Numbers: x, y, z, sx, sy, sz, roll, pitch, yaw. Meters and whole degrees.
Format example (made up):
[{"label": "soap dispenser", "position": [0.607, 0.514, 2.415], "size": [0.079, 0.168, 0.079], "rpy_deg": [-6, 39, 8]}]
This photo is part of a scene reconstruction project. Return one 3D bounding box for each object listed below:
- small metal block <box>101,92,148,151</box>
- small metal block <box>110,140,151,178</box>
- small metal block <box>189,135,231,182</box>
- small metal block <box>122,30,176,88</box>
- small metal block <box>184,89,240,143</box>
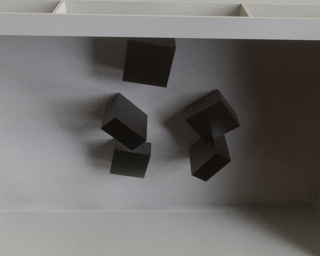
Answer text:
[{"label": "small metal block", "position": [-0.043, -0.008, 0.385], "size": [0.025, 0.050, 0.050], "rpy_deg": [-36, 122, 26]}, {"label": "small metal block", "position": [-0.043, 0.044, 0.446], "size": [0.050, 0.025, 0.050], "rpy_deg": [10, 130, -9]}, {"label": "small metal block", "position": [0.067, 0.037, 0.425], "size": [0.025, 0.050, 0.050], "rpy_deg": [27, 125, -22]}, {"label": "small metal block", "position": [-0.013, -0.076, 0.344], "size": [0.050, 0.025, 0.050], "rpy_deg": [8, 130, -7]}, {"label": "small metal block", "position": [0.067, -0.014, 0.398], "size": [0.050, 0.025, 0.050], "rpy_deg": [-29, 125, 22]}]
